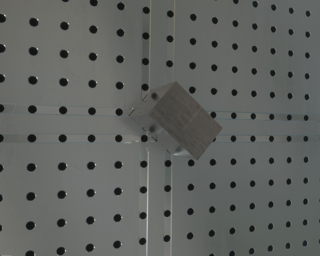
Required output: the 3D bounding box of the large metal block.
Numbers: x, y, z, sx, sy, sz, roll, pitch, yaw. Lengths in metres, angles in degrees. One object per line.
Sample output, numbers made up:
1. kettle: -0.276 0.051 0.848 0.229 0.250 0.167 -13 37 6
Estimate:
1. large metal block: 0.017 -0.008 0.389 0.080 0.080 0.050 43 77 -15
